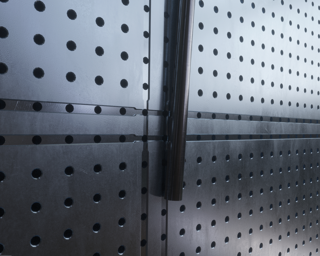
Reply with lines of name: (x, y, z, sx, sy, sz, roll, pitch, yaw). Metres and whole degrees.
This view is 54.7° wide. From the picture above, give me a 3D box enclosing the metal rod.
metal rod: (0.029, -0.050, 0.435, 0.025, 0.025, 0.298, 7, 86, -40)
